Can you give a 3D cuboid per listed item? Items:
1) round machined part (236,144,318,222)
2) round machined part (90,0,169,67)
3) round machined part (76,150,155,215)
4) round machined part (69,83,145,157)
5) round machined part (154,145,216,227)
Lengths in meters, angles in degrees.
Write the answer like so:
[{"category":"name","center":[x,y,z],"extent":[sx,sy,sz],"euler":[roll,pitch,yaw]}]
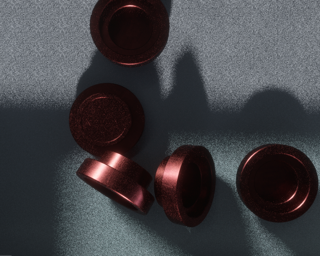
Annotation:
[{"category":"round machined part","center":[0.148,0.069,0.405],"extent":[0.099,0.042,0.097],"euler":[0,90,-1]},{"category":"round machined part","center":[-0.038,-0.127,0.402],"extent":[0.099,0.042,0.097],"euler":[0,90,-1]},{"category":"round machined part","center":[-0.048,0.063,0.378],"extent":[0.098,0.098,0.042],"euler":[31,69,-1]},{"category":"round machined part","center":[-0.069,-0.010,0.402],"extent":[0.099,0.042,0.097],"euler":[0,90,-1]},{"category":"round machined part","center":[0.029,0.069,0.385],"extent":[0.042,0.099,0.097],"euler":[2,90,35]}]
